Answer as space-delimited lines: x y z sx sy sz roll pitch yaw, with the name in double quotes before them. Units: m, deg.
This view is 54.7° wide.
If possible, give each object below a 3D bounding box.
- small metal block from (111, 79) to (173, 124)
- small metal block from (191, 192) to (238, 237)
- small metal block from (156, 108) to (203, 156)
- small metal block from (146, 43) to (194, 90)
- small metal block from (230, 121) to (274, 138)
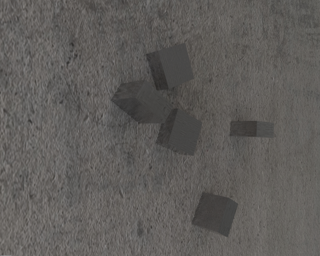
"small metal block" -0.022 -0.030 0.370 0.050 0.050 0.025 41 65 -33
"small metal block" 0.080 0.126 0.456 0.025 0.050 0.050 37 68 -34
"small metal block" 0.027 0.006 0.427 0.050 0.025 0.050 27 73 -37
"small metal block" 0.015 -0.082 0.416 0.050 0.025 0.050 -27 107 -37
"small metal block" 0.154 0.002 0.517 0.050 0.050 0.025 4 88 -40
